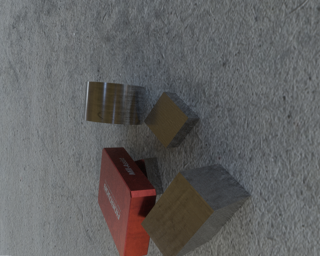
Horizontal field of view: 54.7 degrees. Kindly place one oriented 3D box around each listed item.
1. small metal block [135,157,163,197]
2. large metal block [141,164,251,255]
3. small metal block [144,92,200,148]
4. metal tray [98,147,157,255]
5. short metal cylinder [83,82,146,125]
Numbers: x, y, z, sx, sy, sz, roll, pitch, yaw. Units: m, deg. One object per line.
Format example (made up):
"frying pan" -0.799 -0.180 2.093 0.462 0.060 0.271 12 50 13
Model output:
"small metal block" -0.027 0.071 0.427 0.050 0.025 0.050 -19 78 38
"large metal block" 0.040 0.089 0.336 0.050 0.081 0.080 47 118 29
"small metal block" 0.014 -0.010 0.393 0.050 0.025 0.050 50 119 28
"metal tray" -0.048 0.090 0.401 0.130 0.030 0.089 -140 54 -59
"short metal cylinder" -0.061 -0.034 0.420 0.080 0.081 0.050 9 96 39
